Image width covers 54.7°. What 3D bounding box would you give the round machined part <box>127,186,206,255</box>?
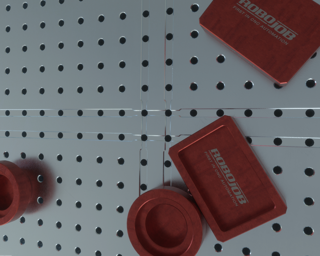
[{"bbox_3d":[0.011,0.123,0.399,0.098,0.042,0.097,0,90,19],"label":"round machined part"}]

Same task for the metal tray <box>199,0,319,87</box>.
[{"bbox_3d":[0.124,-0.122,0.366,0.130,0.030,0.090,42,103,15],"label":"metal tray"}]

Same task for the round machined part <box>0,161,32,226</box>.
[{"bbox_3d":[-0.244,0.100,0.488,0.098,0.042,0.097,0,90,19],"label":"round machined part"}]

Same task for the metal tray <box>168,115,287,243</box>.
[{"bbox_3d":[0.081,0.060,0.381,0.090,0.030,0.130,-32,80,16],"label":"metal tray"}]
